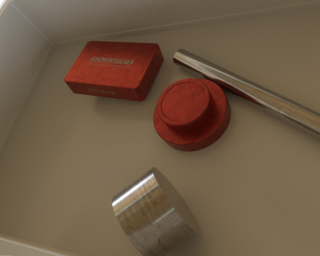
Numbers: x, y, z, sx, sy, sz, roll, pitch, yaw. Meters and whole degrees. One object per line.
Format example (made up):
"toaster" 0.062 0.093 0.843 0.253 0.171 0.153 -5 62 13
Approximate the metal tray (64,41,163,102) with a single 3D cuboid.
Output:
"metal tray" -0.070 -0.091 0.476 0.130 0.030 0.090 9 59 23

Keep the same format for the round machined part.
"round machined part" 0.035 -0.023 0.390 0.098 0.042 0.098 -13 56 20

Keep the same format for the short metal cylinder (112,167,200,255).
"short metal cylinder" -0.004 0.087 0.318 0.050 0.080 0.080 -37 51 3

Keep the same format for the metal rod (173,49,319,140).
"metal rod" 0.123 -0.033 0.360 0.025 0.025 0.300 -48 52 -6

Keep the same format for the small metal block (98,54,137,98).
"small metal block" -0.067 -0.082 0.490 0.050 0.025 0.050 -23 53 13
